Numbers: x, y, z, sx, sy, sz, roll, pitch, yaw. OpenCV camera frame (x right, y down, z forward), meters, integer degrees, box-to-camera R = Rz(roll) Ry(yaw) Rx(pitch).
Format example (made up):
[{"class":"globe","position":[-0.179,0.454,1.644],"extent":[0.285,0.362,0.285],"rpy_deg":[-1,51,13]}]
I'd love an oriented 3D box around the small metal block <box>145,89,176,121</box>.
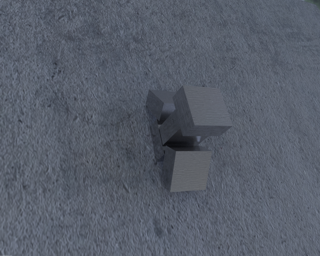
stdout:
[{"class":"small metal block","position":[0.015,-0.030,0.417],"extent":[0.050,0.025,0.050],"rpy_deg":[2,25,-27]}]

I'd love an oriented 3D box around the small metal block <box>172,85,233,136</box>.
[{"class":"small metal block","position":[0.047,-0.019,0.347],"extent":[0.050,0.025,0.050],"rpy_deg":[1,61,-28]}]

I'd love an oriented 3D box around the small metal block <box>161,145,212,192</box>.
[{"class":"small metal block","position":[0.032,0.049,0.378],"extent":[0.050,0.025,0.050],"rpy_deg":[2,101,-28]}]

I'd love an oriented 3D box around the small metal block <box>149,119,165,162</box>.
[{"class":"small metal block","position":[0.018,0.017,0.407],"extent":[0.050,0.025,0.050],"rpy_deg":[2,61,-27]}]

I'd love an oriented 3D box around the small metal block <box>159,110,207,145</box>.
[{"class":"small metal block","position":[0.034,-0.001,0.377],"extent":[0.050,0.050,0.025],"rpy_deg":[2,61,-28]}]
